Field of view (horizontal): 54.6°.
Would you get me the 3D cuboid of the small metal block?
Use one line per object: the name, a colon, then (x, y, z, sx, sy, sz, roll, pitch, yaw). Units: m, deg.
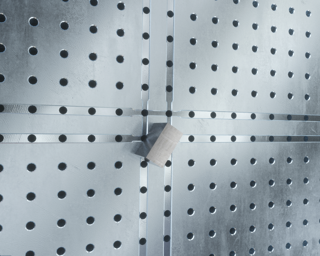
small metal block: (-0.002, 0.021, 0.398, 0.025, 0.050, 0.050, 35, 79, -17)
